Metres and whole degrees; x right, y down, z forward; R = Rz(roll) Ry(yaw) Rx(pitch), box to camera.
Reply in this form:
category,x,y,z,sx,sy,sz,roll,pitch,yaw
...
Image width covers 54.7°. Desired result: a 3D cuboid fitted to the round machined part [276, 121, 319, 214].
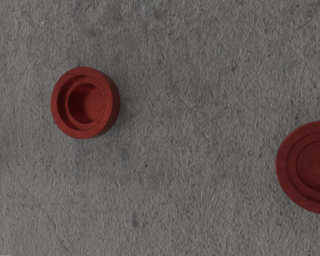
category,x,y,z,sx,sy,sz,roll,pitch,yaw
round machined part,0.178,0.041,0.337,0.098,0.042,0.097,0,90,20

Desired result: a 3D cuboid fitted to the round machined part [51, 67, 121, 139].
category,x,y,z,sx,sy,sz,roll,pitch,yaw
round machined part,-0.099,-0.034,0.435,0.098,0.042,0.097,0,90,20
